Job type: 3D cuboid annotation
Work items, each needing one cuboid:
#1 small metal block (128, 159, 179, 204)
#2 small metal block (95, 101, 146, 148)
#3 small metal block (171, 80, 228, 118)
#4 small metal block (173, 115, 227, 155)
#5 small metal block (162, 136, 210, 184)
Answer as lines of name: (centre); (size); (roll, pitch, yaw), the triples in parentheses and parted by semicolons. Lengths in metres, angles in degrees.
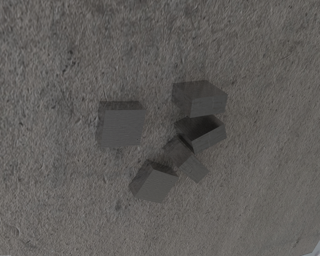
small metal block: (-0.009, 0.078, 0.450); (0.050, 0.025, 0.050); (24, 105, -37)
small metal block: (-0.048, -0.005, 0.377); (0.050, 0.025, 0.050); (-3, 120, -27)
small metal block: (0.049, -0.038, 0.393); (0.050, 0.050, 0.025); (-9, 123, -24)
small metal block: (0.054, 0.003, 0.422); (0.050, 0.050, 0.025); (-27, 128, -12)
small metal block: (0.036, 0.045, 0.438); (0.025, 0.050, 0.050); (-45, 129, 3)
